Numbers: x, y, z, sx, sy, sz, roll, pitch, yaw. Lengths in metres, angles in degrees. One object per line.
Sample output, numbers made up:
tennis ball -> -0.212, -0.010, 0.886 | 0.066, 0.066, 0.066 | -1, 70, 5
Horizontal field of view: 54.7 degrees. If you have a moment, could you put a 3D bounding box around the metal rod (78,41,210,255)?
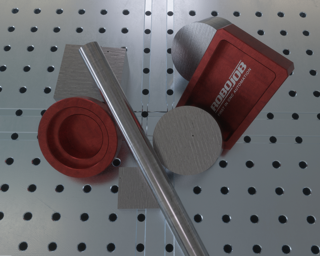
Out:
metal rod -> -0.014, 0.039, 0.355 | 0.025, 0.025, 0.299 | -27, 88, -10

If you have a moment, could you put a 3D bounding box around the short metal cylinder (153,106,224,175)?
short metal cylinder -> 0.037, 0.015, 0.378 | 0.080, 0.050, 0.080 | 0, 89, 15

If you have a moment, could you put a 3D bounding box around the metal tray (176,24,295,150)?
metal tray -> 0.083, -0.045, 0.375 | 0.090, 0.129, 0.030 | 38, 41, 12

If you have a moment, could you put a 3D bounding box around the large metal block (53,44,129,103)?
large metal block -> -0.089, -0.063, 0.420 | 0.080, 0.050, 0.080 | 5, 70, 1

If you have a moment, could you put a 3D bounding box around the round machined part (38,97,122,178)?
round machined part -> -0.095, 0.009, 0.384 | 0.099, 0.042, 0.097 | 1, 101, 7

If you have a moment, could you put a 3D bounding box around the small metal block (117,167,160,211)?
small metal block -> -0.025, 0.076, 0.384 | 0.050, 0.025, 0.050 | 0, 70, 0

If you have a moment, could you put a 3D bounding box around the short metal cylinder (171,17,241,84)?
short metal cylinder -> 0.062, -0.103, 0.413 | 0.080, 0.079, 0.050 | 38, 41, 12
